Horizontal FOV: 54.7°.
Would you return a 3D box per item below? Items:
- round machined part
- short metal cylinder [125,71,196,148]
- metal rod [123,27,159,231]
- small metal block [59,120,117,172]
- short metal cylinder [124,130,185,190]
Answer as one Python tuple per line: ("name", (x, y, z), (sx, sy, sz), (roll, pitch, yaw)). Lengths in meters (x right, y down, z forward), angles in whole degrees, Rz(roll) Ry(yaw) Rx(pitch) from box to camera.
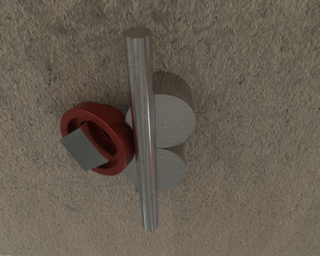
("round machined part", (-0.072, 0.009, 0.388), (0.098, 0.042, 0.097), (18, 131, 22))
("short metal cylinder", (0.001, -0.022, 0.374), (0.081, 0.050, 0.079), (0, 130, 0))
("metal rod", (-0.017, 0.030, 0.369), (0.025, 0.025, 0.298), (-1, 130, 0))
("small metal block", (-0.085, 0.021, 0.372), (0.050, 0.025, 0.050), (-25, 106, 43))
("short metal cylinder", (-0.007, 0.040, 0.426), (0.081, 0.050, 0.079), (0, 129, 0))
